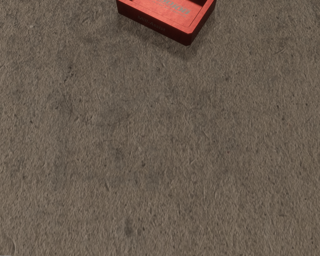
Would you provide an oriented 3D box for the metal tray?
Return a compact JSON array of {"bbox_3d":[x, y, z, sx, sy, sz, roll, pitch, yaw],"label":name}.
[{"bbox_3d":[0.010,-0.192,0.475,0.130,0.030,0.090,29,72,9],"label":"metal tray"}]
